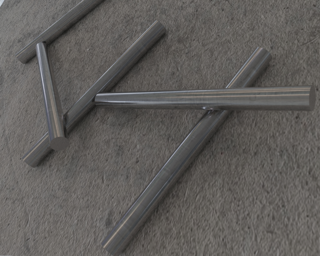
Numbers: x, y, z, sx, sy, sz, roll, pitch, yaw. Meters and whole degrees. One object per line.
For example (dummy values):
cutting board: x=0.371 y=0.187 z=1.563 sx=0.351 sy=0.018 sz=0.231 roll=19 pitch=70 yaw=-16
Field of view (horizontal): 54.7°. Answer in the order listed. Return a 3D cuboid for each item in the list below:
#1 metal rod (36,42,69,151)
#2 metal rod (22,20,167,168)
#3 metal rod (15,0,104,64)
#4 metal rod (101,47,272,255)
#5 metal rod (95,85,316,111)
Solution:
metal rod: x=-0.188 y=-0.071 z=0.524 sx=0.025 sy=0.025 sz=0.300 roll=-35 pitch=45 yaw=5
metal rod: x=-0.101 y=-0.056 z=0.491 sx=0.300 sy=0.025 sz=0.025 roll=-47 pitch=51 yaw=-5
metal rod: x=-0.173 y=-0.235 z=0.639 sx=0.300 sy=0.025 sz=0.025 roll=-38 pitch=51 yaw=2
metal rod: x=0.037 y=0.022 z=0.370 sx=0.025 sy=0.025 sz=0.300 roll=33 pitch=80 yaw=38
metal rod: x=0.026 y=-0.035 z=0.385 sx=0.300 sy=0.025 sz=0.025 roll=3 pitch=63 yaw=38
